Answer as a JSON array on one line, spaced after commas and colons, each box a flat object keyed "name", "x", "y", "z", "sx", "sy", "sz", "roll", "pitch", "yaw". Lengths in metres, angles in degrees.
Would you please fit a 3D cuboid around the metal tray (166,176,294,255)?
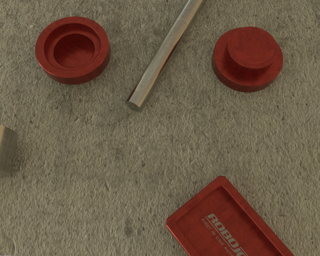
[{"name": "metal tray", "x": 0.080, "y": 0.133, "z": 0.357, "sx": 0.090, "sy": 0.030, "sz": 0.130, "roll": -37, "pitch": 74, "yaw": -13}]

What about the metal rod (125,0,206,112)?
[{"name": "metal rod", "x": 0.032, "y": -0.154, "z": 0.464, "sx": 0.025, "sy": 0.025, "sz": 0.300, "roll": 26, "pitch": 72, "yaw": 9}]

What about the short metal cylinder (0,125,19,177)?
[{"name": "short metal cylinder", "x": -0.216, "y": 0.026, "z": 0.367, "sx": 0.081, "sy": 0.080, "sz": 0.050, "roll": 3, "pitch": 70, "yaw": 0}]

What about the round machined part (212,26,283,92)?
[{"name": "round machined part", "x": 0.126, "y": -0.103, "z": 0.438, "sx": 0.099, "sy": 0.042, "sz": 0.098, "roll": 0, "pitch": 70, "yaw": -1}]

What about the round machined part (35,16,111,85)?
[{"name": "round machined part", "x": -0.118, "y": -0.104, "z": 0.436, "sx": 0.099, "sy": 0.042, "sz": 0.098, "roll": 0, "pitch": 70, "yaw": -1}]
